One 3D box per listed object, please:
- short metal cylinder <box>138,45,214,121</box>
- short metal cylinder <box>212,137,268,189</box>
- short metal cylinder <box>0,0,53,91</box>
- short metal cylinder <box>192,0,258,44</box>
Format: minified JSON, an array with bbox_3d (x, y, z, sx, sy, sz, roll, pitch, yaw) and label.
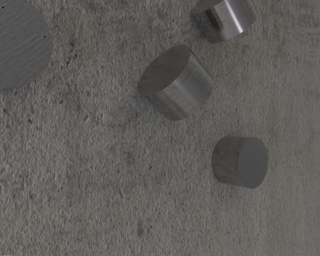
[{"bbox_3d":[0.019,-0.056,0.385,0.050,0.080,0.080,42,65,-32],"label":"short metal cylinder"},{"bbox_3d":[0.129,0.054,0.496,0.081,0.050,0.080,0,90,-40],"label":"short metal cylinder"},{"bbox_3d":[-0.143,-0.073,0.269,0.081,0.050,0.080,0,90,-40],"label":"short metal cylinder"},{"bbox_3d":[0.093,-0.167,0.446,0.080,0.080,0.050,-52,121,-27],"label":"short metal cylinder"}]
